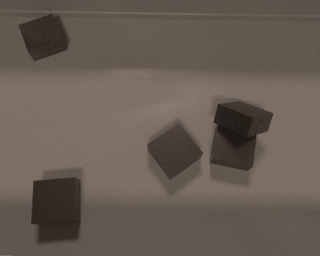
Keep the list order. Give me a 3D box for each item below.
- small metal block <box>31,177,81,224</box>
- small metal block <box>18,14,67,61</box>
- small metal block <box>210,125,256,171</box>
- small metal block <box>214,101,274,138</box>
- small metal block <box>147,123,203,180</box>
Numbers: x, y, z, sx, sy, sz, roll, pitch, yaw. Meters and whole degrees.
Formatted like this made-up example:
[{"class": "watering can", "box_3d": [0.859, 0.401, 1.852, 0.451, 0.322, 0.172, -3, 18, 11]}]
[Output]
[{"class": "small metal block", "box_3d": [-0.125, 0.089, 0.376, 0.050, 0.025, 0.050, -5, 70, -2]}, {"class": "small metal block", "box_3d": [-0.172, -0.133, 0.456, 0.050, 0.025, 0.050, -23, 72, -9]}, {"class": "small metal block", "box_3d": [0.095, 0.024, 0.402, 0.050, 0.025, 0.050, 11, 70, 4]}, {"class": "small metal block", "box_3d": [0.106, -0.013, 0.392, 0.050, 0.025, 0.050, -11, 29, -43]}, {"class": "small metal block", "box_3d": [0.019, 0.030, 0.399, 0.050, 0.025, 0.050, -34, 74, -12]}]
